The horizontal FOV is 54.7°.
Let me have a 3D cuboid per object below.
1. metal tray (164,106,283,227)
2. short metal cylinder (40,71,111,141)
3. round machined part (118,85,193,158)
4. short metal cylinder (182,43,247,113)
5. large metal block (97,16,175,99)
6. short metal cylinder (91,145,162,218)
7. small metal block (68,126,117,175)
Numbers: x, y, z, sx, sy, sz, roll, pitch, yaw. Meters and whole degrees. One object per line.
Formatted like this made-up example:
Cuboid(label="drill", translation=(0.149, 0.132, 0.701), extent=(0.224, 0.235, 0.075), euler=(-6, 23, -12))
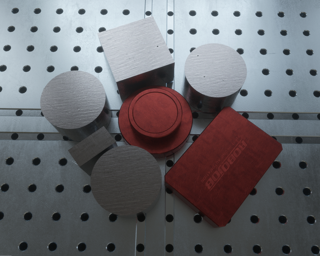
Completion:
Cuboid(label="metal tray", translation=(0.079, 0.047, 0.391), extent=(0.090, 0.030, 0.130), euler=(39, 74, 13))
Cuboid(label="short metal cylinder", translation=(-0.108, -0.028, 0.407), extent=(0.081, 0.050, 0.080), euler=(0, 70, 0))
Cuboid(label="round machined part", translation=(-0.006, -0.013, 0.407), extent=(0.099, 0.042, 0.098), euler=(0, 70, 0))
Cuboid(label="short metal cylinder", translation=(0.072, -0.067, 0.423), extent=(0.081, 0.050, 0.080), euler=(0, 70, 0))
Cuboid(label="large metal block", translation=(-0.033, -0.098, 0.434), extent=(0.080, 0.050, 0.080), euler=(-20, 71, -7))
Cuboid(label="short metal cylinder", translation=(-0.038, 0.066, 0.373), extent=(0.081, 0.050, 0.080), euler=(0, 70, 0))
Cuboid(label="small metal block", translation=(-0.080, 0.029, 0.386), extent=(0.050, 0.050, 0.025), euler=(-36, 74, -12))
